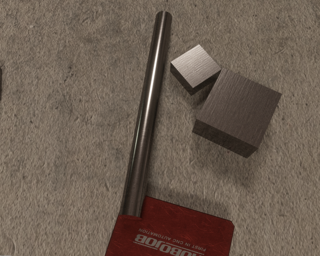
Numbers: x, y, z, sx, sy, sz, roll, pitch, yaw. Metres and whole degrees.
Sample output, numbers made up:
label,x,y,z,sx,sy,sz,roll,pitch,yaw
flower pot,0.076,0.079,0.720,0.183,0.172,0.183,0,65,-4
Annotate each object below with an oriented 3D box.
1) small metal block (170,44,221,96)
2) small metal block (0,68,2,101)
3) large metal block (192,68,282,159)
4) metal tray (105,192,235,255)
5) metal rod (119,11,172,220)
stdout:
label,x,y,z,sx,sy,sz,roll,pitch,yaw
small metal block,0.050,-0.082,0.439,0.050,0.025,0.050,-34,74,-12
small metal block,-0.250,-0.062,0.428,0.050,0.025,0.050,-8,70,-3
large metal block,0.098,-0.019,0.403,0.080,0.050,0.080,26,72,9
metal tray,0.011,0.135,0.356,0.131,0.030,0.090,16,71,5
metal rod,-0.013,-0.035,0.403,0.025,0.025,0.299,7,63,2
